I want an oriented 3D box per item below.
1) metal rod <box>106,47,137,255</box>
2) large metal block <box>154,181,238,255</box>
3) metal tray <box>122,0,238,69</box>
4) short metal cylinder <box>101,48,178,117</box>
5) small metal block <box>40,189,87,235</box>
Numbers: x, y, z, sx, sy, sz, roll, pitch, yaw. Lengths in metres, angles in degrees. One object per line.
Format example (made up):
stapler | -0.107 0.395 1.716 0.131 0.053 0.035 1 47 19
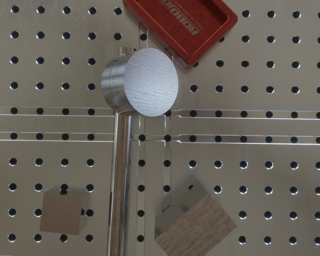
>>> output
metal rod | -0.052 0.044 0.412 0.025 0.025 0.298 3 90 -1
large metal block | 0.040 0.118 0.387 0.080 0.080 0.050 -41 91 0
metal tray | 0.025 -0.155 0.411 0.090 0.030 0.130 -45 91 0
short metal cylinder | -0.024 -0.054 0.381 0.081 0.050 0.079 -2 94 -39
small metal block | -0.128 0.111 0.412 0.050 0.025 0.050 7 90 -1
